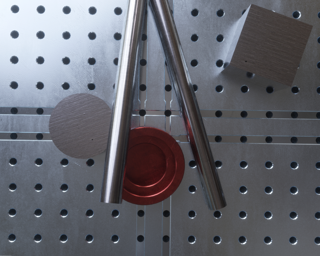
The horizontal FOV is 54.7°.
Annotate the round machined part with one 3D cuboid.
[{"bbox_3d":[-0.020,0.046,0.401,0.099,0.042,0.097,0,93,-8],"label":"round machined part"}]

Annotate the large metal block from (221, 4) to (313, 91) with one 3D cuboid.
[{"bbox_3d":[0.136,-0.101,0.403,0.080,0.050,0.080,20,90,-1],"label":"large metal block"}]

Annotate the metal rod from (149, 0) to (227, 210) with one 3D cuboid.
[{"bbox_3d":[0.036,-0.038,0.413,0.025,0.025,0.298,-16,90,0],"label":"metal rod"}]

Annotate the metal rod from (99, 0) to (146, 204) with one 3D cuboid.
[{"bbox_3d":[-0.041,-0.062,0.378,0.025,0.025,0.299,6,76,-1],"label":"metal rod"}]

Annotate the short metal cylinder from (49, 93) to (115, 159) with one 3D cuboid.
[{"bbox_3d":[-0.094,-0.002,0.400,0.081,0.050,0.079,0,90,0],"label":"short metal cylinder"}]
